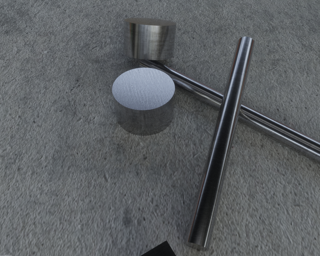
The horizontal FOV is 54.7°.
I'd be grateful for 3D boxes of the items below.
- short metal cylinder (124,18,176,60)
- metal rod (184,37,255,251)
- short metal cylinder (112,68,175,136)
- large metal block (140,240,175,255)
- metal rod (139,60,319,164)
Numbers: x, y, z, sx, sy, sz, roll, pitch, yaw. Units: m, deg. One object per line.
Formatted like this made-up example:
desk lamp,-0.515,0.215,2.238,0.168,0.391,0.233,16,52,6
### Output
short metal cylinder,-0.017,-0.142,0.487,0.081,0.050,0.080,4,26,-2
metal rod,0.081,-0.004,0.381,0.025,0.025,0.300,14,59,11
short metal cylinder,-0.021,-0.036,0.417,0.081,0.050,0.080,0,50,0
large metal block,0.004,0.149,0.242,0.050,0.080,0.080,-25,54,-19
metal rod,0.094,-0.031,0.429,0.300,0.025,0.025,31,57,23
